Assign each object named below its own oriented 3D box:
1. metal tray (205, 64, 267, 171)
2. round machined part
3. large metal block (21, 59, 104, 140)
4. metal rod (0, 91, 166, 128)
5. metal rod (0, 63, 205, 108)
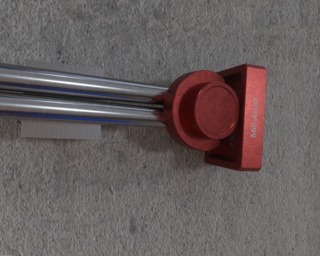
[{"bbox_3d":[0.097,-0.012,0.412,0.030,0.090,0.129,4,89,-20],"label":"metal tray"},{"bbox_3d":[0.056,-0.021,0.371,0.099,0.042,0.097,-2,93,-31],"label":"round machined part"},{"bbox_3d":[-0.110,-0.029,0.353,0.081,0.050,0.079,4,89,-20],"label":"large metal block"},{"bbox_3d":[-0.042,-0.015,0.348,0.302,0.025,0.025,3,89,-33],"label":"metal rod"},{"bbox_3d":[-0.040,-0.042,0.348,0.302,0.025,0.025,3,89,-33],"label":"metal rod"}]
